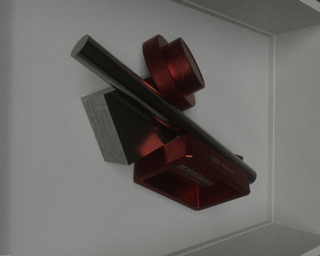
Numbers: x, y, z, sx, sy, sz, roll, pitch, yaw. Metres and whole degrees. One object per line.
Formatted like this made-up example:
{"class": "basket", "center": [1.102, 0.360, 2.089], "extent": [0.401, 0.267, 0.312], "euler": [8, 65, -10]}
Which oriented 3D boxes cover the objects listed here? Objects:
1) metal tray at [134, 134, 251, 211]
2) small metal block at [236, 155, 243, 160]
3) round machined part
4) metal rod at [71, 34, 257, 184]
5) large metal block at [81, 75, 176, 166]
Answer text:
{"class": "metal tray", "center": [0.042, 0.063, 0.396], "extent": [0.130, 0.090, 0.030], "euler": [33, 42, -36]}
{"class": "small metal block", "center": [0.095, 0.064, 0.470], "extent": [0.025, 0.050, 0.050], "euler": [19, 78, -39]}
{"class": "round machined part", "center": [0.022, -0.071, 0.380], "extent": [0.098, 0.042, 0.098], "euler": [54, 20, -30]}
{"class": "metal rod", "center": [0.028, -0.002, 0.363], "extent": [0.301, 0.025, 0.025], "euler": [36, 68, -35]}
{"class": "large metal block", "center": [-0.033, -0.012, 0.362], "extent": [0.081, 0.050, 0.080], "euler": [-29, 108, -37]}
